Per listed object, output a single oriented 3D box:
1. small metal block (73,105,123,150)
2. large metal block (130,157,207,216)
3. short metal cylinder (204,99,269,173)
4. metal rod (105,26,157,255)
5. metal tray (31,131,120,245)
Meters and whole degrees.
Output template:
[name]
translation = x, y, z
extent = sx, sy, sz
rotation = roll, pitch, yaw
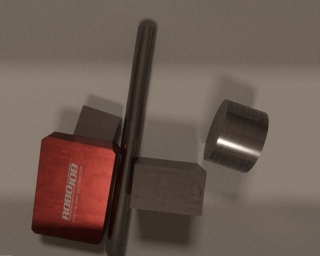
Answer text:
[small metal block]
translation = -0.083, 0.002, 0.410
extent = 0.050, 0.025, 0.050
rotation = 19, 90, -1
[large metal block]
translation = 0.009, 0.069, 0.384
extent = 0.081, 0.080, 0.050
rotation = 7, 90, -1
[short metal cylinder]
translation = 0.092, 0.010, 0.385
extent = 0.050, 0.080, 0.080
rotation = 19, 90, -1
[metal rod]
translation = -0.038, 0.016, 0.410
extent = 0.025, 0.025, 0.298
rotation = 8, 90, -1
[metal tray]
translation = -0.107, 0.077, 0.394
extent = 0.091, 0.030, 0.129
rotation = 11, 102, -1
